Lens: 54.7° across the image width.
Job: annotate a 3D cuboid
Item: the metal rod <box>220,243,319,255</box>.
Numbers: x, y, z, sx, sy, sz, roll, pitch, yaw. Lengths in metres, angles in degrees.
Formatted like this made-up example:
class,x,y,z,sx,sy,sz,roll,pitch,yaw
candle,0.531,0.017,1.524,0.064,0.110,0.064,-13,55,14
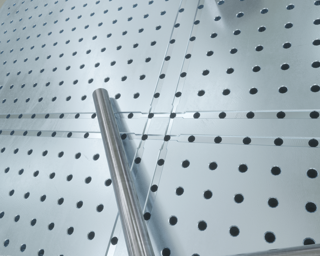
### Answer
class,x,y,z,sx,sy,sz,roll,pitch,yaw
metal rod,0.023,0.145,0.307,0.301,0.025,0.025,-16,55,19

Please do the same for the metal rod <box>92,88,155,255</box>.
class,x,y,z,sx,sy,sz,roll,pitch,yaw
metal rod,-0.052,0.048,0.388,0.025,0.025,0.300,-31,46,8
